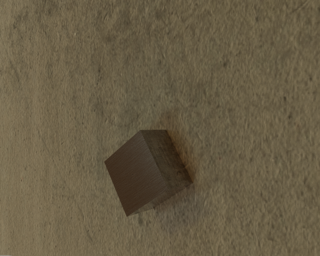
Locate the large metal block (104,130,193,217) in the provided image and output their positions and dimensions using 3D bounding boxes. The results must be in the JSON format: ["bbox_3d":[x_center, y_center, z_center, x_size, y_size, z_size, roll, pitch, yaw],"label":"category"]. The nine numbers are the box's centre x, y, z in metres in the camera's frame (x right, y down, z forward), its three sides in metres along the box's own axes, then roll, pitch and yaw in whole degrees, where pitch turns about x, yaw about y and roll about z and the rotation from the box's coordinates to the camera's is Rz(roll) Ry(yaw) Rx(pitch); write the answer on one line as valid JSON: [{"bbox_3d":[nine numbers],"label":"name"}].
[{"bbox_3d":[-0.017,0.057,0.404,0.080,0.050,0.080,-40,66,32],"label":"large metal block"}]
